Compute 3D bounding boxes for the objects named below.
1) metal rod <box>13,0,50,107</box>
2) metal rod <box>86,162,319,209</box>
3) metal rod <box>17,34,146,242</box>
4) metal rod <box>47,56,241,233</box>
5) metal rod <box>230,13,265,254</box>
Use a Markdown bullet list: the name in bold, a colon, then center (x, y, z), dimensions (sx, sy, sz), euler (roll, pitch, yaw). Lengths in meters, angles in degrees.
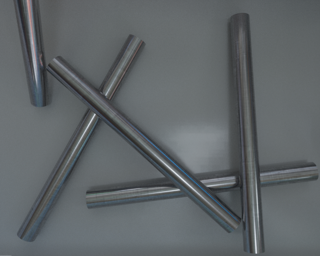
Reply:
- **metal rod**: center (-0.140, -0.148, 0.318), dimensions (0.025, 0.025, 0.298), euler (10, 130, 0)
- **metal rod**: center (0.055, 0.076, 0.411), dimensions (0.302, 0.025, 0.025), euler (-7, 90, 0)
- **metal rod**: center (-0.103, 0.013, 0.410), dimensions (0.025, 0.025, 0.299), euler (29, 90, 0)
- **metal rod**: center (-0.019, 0.020, 0.384), dimensions (0.300, 0.025, 0.025), euler (42, 90, 0)
- **metal rod**: center (0.110, 0.001, 0.394), dimensions (0.025, 0.025, 0.298), euler (-2, 83, 0)
